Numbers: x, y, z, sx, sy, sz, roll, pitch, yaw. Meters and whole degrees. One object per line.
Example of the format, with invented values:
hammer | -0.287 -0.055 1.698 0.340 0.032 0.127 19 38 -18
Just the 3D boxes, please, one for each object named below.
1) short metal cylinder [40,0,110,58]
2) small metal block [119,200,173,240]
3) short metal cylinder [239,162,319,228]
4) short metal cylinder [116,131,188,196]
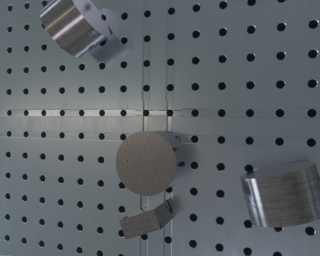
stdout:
short metal cylinder | -0.114 -0.144 0.424 0.050 0.080 0.080 -32 80 17
small metal block | -0.017 0.119 0.405 0.050 0.050 0.025 -23 83 18
short metal cylinder | 0.133 0.070 0.337 0.080 0.080 0.050 -15 85 19
short metal cylinder | -0.010 0.043 0.403 0.080 0.050 0.079 0 90 20
